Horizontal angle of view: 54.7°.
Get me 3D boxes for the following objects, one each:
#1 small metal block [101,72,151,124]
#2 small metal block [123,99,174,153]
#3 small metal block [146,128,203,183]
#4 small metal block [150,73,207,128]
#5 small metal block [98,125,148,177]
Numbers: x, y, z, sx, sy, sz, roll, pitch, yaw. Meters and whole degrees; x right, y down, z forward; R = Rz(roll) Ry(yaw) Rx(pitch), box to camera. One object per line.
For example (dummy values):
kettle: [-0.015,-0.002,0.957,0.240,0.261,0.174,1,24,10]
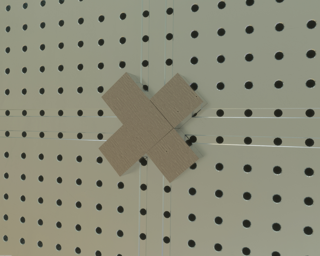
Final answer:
small metal block: [-0.043,-0.040,0.427,0.050,0.025,0.050,-42,77,14]
small metal block: [-0.012,-0.002,0.415,0.050,0.025,0.050,-43,77,14]
small metal block: [0.019,0.035,0.405,0.050,0.025,0.050,-42,77,14]
small metal block: [0.024,-0.035,0.403,0.050,0.025,0.050,-43,77,14]
small metal block: [-0.047,0.031,0.428,0.050,0.025,0.050,-43,77,14]
